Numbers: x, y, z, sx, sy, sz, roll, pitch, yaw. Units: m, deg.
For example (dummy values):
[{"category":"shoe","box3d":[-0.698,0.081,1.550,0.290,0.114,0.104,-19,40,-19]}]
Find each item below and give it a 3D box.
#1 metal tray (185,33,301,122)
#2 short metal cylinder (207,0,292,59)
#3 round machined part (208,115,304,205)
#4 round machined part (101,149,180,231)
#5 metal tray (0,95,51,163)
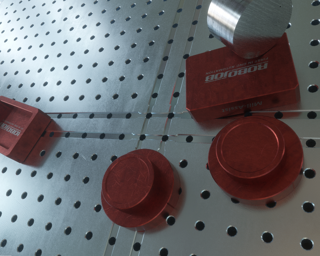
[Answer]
[{"category":"metal tray","box3d":[0.099,-0.064,0.392,0.130,0.030,0.090,-11,57,21]},{"category":"short metal cylinder","box3d":[0.103,-0.128,0.358,0.080,0.080,0.050,-38,51,2]},{"category":"round machined part","box3d":[0.098,0.028,0.328,0.098,0.042,0.098,-13,56,20]},{"category":"round machined part","box3d":[-0.029,0.068,0.369,0.098,0.042,0.098,-13,56,20]},{"category":"metal tray","box3d":[-0.261,-0.001,0.539,0.130,0.030,0.090,17,70,34]}]
